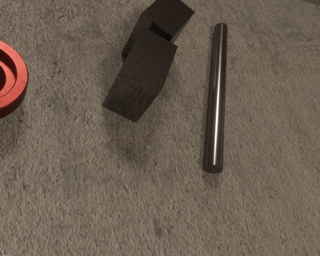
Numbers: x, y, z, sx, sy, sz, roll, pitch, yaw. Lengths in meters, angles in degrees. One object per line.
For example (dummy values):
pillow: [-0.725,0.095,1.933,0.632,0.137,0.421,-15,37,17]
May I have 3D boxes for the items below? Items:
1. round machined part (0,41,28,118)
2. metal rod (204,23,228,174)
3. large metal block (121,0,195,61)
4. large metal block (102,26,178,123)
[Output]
round machined part: [-0.191,-0.047,0.319,0.099,0.042,0.098,14,56,-21]
metal rod: [0.093,-0.066,0.496,0.025,0.025,0.300,22,53,-16]
large metal block: [-0.003,-0.139,0.453,0.050,0.080,0.080,37,51,-4]
large metal block: [-0.026,-0.066,0.396,0.050,0.080,0.080,27,52,-12]
